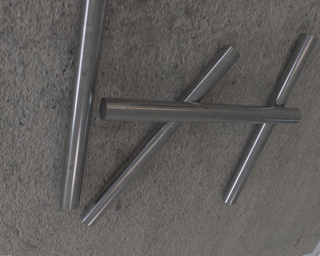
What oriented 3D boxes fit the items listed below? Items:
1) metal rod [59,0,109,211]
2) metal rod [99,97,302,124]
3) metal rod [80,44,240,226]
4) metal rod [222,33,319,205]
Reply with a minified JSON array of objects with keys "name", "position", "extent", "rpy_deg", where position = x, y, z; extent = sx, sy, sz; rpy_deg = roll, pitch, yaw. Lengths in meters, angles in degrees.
[{"name":"metal rod","position":[-0.085,-0.032,0.340],"extent":[0.025,0.025,0.298],"rpy_deg":[0,119,-28]},{"name":"metal rod","position":[0.073,-0.019,0.400],"extent":[0.303,0.025,0.025],"rpy_deg":[0,118,-29]},{"name":"metal rod","position":[-0.004,0.014,0.413],"extent":[0.299,0.025,0.025],"rpy_deg":[-49,129,7]},{"name":"metal rod","position":[0.169,-0.001,0.497],"extent":[0.025,0.025,0.298],"rpy_deg":[6,116,-31]}]
